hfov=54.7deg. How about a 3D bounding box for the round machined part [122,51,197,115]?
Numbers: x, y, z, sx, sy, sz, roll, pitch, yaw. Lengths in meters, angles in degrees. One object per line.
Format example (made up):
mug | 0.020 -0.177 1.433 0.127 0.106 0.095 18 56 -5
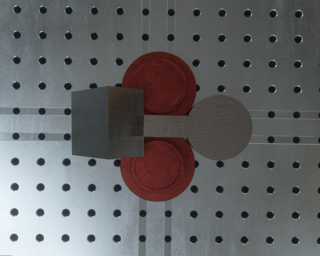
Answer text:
round machined part | -0.001 -0.052 0.405 0.099 0.042 0.097 0 90 0

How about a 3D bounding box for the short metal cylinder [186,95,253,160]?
short metal cylinder | 0.072 -0.001 0.400 0.081 0.050 0.080 0 90 0

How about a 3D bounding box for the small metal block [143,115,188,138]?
small metal block | 0.007 -0.002 0.379 0.050 0.050 0.025 1 90 0

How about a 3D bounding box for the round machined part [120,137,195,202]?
round machined part | -0.003 0.048 0.405 0.099 0.042 0.097 0 90 0

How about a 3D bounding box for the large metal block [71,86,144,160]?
large metal block | -0.065 -0.006 0.380 0.050 0.080 0.080 -1 90 -45
